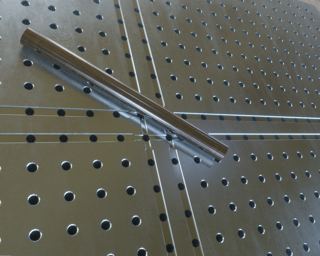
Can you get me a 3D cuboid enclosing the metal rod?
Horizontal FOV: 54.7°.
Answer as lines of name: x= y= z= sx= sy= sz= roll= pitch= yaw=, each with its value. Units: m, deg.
metal rod: x=-0.040 y=-0.041 z=0.412 sx=0.301 sy=0.025 sz=0.025 roll=30 pitch=52 yaw=-9
